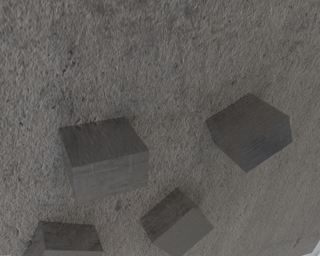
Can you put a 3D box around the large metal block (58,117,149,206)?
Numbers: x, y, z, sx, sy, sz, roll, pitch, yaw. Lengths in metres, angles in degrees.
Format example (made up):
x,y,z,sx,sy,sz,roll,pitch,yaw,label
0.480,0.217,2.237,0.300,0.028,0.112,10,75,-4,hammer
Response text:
x,y,z,sx,sy,sz,roll,pitch,yaw,label
-0.066,0.033,0.356,0.081,0.080,0.050,-11,123,-23,large metal block

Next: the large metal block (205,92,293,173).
x,y,z,sx,sy,sz,roll,pitch,yaw,label
0.126,0.004,0.442,0.080,0.080,0.050,-32,129,-7,large metal block

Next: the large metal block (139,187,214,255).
x,y,z,sx,sy,sz,roll,pitch,yaw,label
0.028,0.155,0.502,0.080,0.050,0.080,-41,130,0,large metal block

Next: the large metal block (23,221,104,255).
x,y,z,sx,sy,sz,roll,pitch,yaw,label
-0.137,0.179,0.427,0.081,0.050,0.080,18,109,-36,large metal block
